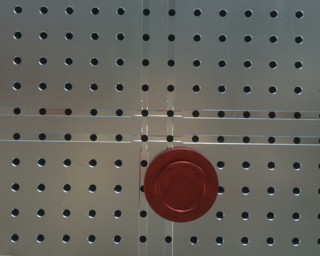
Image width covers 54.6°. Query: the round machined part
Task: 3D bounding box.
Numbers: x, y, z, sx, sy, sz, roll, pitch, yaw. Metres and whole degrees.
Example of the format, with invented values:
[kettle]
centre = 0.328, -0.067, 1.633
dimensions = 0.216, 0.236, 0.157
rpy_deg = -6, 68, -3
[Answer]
[round machined part]
centre = 0.028, 0.075, 0.405
dimensions = 0.099, 0.042, 0.097
rpy_deg = 0, 90, 0
